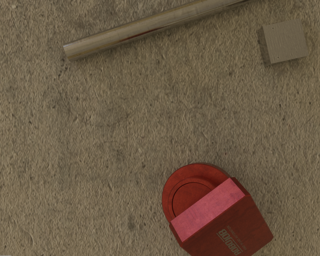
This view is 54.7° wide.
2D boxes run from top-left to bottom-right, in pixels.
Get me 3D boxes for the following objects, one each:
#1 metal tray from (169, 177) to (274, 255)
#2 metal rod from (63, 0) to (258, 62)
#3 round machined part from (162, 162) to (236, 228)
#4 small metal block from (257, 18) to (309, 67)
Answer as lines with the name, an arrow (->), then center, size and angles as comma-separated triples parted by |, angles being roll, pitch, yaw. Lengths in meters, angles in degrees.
metal tray -> 0.078, 0.124, 0.369 | 0.090, 0.030, 0.130 | -37, 132, 0
metal rod -> 0.021, -0.147, 0.410 | 0.302, 0.025, 0.025 | -19, 90, -1
round machined part -> 0.048, 0.093, 0.387 | 0.098, 0.042, 0.097 | -1, 88, 19
small metal block -> 0.162, -0.113, 0.412 | 0.050, 0.025, 0.050 | -13, 90, -1
